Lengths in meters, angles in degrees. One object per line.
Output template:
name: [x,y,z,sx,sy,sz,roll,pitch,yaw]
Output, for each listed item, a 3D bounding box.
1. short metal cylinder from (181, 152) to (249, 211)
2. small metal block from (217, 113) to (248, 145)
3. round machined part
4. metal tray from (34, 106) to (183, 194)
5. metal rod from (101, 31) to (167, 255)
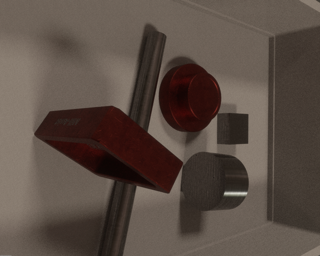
short metal cylinder: [0.076,0.075,0.438,0.050,0.080,0.080,10,84,-40]
small metal block: [0.120,0.001,0.511,0.050,0.025,0.050,1,90,-40]
round machined part: [0.049,-0.043,0.439,0.099,0.042,0.097,0,90,-40]
metal tray: [-0.053,0.020,0.295,0.090,0.130,0.030,42,65,-33]
metal rod: [-0.032,0.024,0.381,0.025,0.025,0.299,18,78,-39]
